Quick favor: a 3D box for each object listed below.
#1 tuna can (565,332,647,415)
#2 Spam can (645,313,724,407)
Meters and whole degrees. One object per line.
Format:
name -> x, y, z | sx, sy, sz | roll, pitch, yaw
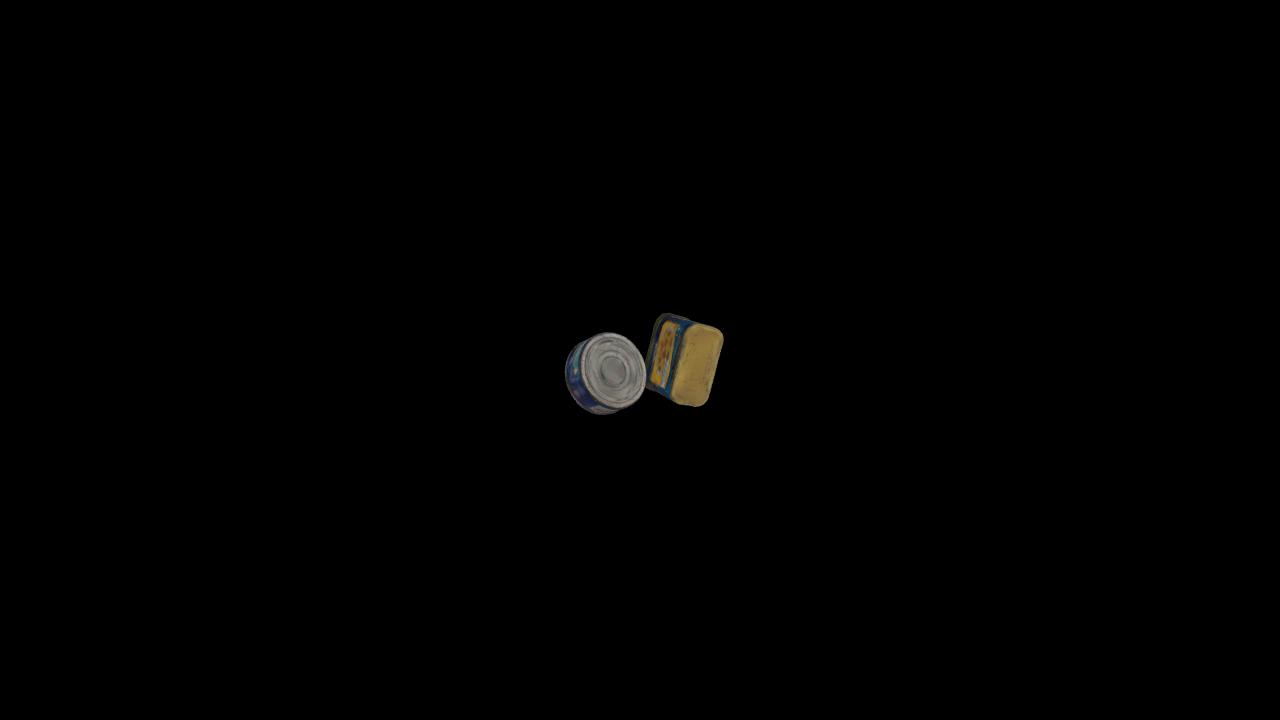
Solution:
tuna can -> -0.035, 0.014, 0.648 | 0.084, 0.084, 0.034 | 0, -14, -34
Spam can -> 0.051, -0.001, 0.745 | 0.058, 0.101, 0.085 | 11, 6, -23
